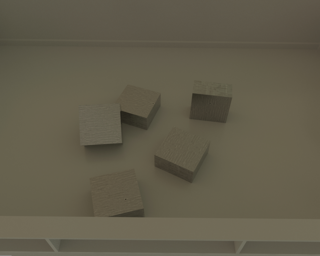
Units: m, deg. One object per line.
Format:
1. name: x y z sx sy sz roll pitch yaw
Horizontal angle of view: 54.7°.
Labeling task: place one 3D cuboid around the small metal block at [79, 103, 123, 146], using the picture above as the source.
1. small metal block: -0.074 -0.004 0.392 0.050 0.025 0.050 -3 85 -4

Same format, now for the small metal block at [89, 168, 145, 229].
1. small metal block: -0.047 0.077 0.340 0.050 0.025 0.050 -11 51 -10

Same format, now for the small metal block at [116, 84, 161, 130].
1. small metal block: -0.032 -0.030 0.430 0.050 0.025 0.050 17 52 13

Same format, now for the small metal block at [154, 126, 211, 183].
1. small metal block: 0.027 0.032 0.379 0.050 0.025 0.050 22 53 17

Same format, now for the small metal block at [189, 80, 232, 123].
1. small metal block: 0.068 -0.035 0.419 0.050 0.050 0.025 7 51 5
